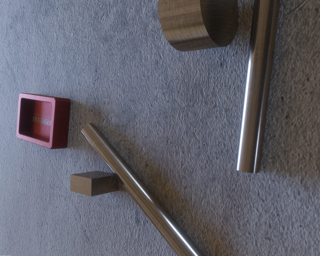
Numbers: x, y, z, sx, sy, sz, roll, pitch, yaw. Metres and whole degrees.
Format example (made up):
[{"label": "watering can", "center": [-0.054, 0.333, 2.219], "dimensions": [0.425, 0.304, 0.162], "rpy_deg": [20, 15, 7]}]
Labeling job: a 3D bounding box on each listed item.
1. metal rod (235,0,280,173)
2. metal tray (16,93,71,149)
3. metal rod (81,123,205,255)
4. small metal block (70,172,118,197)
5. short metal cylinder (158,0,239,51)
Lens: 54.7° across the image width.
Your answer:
[{"label": "metal rod", "center": [0.106, -0.103, 0.316], "dimensions": [0.025, 0.025, 0.298], "rpy_deg": [9, 96, 39]}, {"label": "metal tray", "center": [-0.221, -0.016, 0.580], "dimensions": [0.130, 0.030, 0.089], "rpy_deg": [10, 97, 39]}, {"label": "metal rod", "center": [-0.023, 0.093, 0.421], "dimensions": [0.300, 0.025, 0.025], "rpy_deg": [45, 117, 30]}, {"label": "small metal block", "center": [-0.099, 0.083, 0.468], "dimensions": [0.050, 0.050, 0.025], "rpy_deg": [2, 91, 39]}, {"label": "short metal cylinder", "center": [0.043, -0.125, 0.332], "dimensions": [0.050, 0.081, 0.079], "rpy_deg": [3, 92, 40]}]
